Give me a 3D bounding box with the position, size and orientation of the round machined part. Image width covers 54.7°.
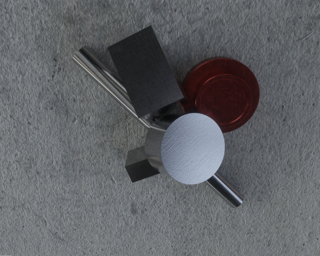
[{"bbox_3d":[0.076,-0.038,0.388,0.099,0.042,0.097,0,110,-1],"label":"round machined part"}]

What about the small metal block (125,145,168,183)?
[{"bbox_3d":[-0.017,0.043,0.414,0.050,0.050,0.025,-20,108,6],"label":"small metal block"}]

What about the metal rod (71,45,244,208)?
[{"bbox_3d":[0.007,0.007,0.414,0.025,0.025,0.300,-43,105,14],"label":"metal rod"}]

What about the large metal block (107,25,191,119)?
[{"bbox_3d":[-0.008,-0.057,0.349,0.050,0.080,0.080,-25,86,10],"label":"large metal block"}]

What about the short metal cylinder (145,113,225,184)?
[{"bbox_3d":[0.028,0.022,0.366,0.081,0.050,0.079,-1,93,-23],"label":"short metal cylinder"}]
